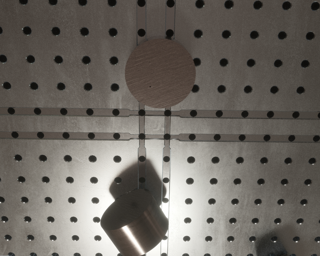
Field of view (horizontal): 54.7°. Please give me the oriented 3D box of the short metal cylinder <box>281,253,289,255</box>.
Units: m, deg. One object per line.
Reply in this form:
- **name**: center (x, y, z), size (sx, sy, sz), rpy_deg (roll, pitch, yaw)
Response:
- **short metal cylinder**: center (0.196, 0.242, 0.476), size (0.050, 0.080, 0.080), rpy_deg (-33, 107, 11)

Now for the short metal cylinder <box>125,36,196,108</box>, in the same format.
- **short metal cylinder**: center (0.000, -0.069, 0.375), size (0.081, 0.050, 0.079), rpy_deg (0, 110, -1)

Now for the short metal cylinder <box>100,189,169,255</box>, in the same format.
- **short metal cylinder**: center (-0.035, 0.130, 0.432), size (0.080, 0.080, 0.050), rpy_deg (-26, 108, 9)
